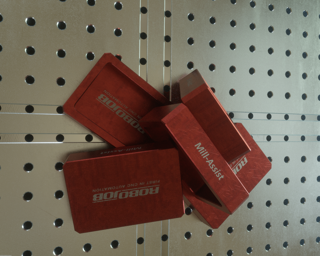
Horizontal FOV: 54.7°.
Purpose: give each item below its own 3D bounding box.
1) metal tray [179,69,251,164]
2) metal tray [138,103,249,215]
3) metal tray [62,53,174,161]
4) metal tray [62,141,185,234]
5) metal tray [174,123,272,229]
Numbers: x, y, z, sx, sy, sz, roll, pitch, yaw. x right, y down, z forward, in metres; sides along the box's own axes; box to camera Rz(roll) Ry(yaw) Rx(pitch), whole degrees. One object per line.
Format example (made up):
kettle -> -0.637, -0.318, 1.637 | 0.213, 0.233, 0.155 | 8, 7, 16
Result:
metal tray -> 0.062, -0.021, 0.381 | 0.030, 0.130, 0.090 | -34, 103, 12
metal tray -> 0.035, 0.034, 0.360 | 0.030, 0.090, 0.130 | -40, 103, -16
metal tray -> -0.044, -0.020, 0.394 | 0.130, 0.030, 0.090 | 38, 78, -17
metal tray -> -0.040, 0.069, 0.370 | 0.131, 0.030, 0.089 | -7, 104, -6
metal tray -> 0.089, 0.065, 0.443 | 0.130, 0.030, 0.090 | -43, 104, -15
